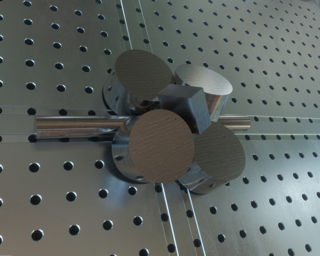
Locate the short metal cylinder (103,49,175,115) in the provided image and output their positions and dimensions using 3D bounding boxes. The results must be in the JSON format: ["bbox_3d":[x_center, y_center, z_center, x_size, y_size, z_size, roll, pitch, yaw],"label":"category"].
[{"bbox_3d":[-0.028,-0.055,0.406,0.081,0.050,0.080,14,56,-21],"label":"short metal cylinder"}]

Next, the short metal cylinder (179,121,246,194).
[{"bbox_3d":[0.061,0.038,0.397,0.081,0.050,0.080,14,56,-21],"label":"short metal cylinder"}]

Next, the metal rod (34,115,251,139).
[{"bbox_3d":[-0.001,-0.004,0.405,0.303,0.025,0.025,-2,63,-29],"label":"metal rod"}]

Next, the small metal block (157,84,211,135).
[{"bbox_3d":[0.029,-0.023,0.372,0.025,0.050,0.050,-41,128,-33],"label":"small metal block"}]

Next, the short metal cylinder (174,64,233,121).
[{"bbox_3d":[0.052,-0.047,0.427,0.081,0.050,0.080,14,34,-9],"label":"short metal cylinder"}]

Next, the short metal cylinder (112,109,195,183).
[{"bbox_3d":[-0.008,0.022,0.354,0.081,0.050,0.080,5,80,-28],"label":"short metal cylinder"}]
